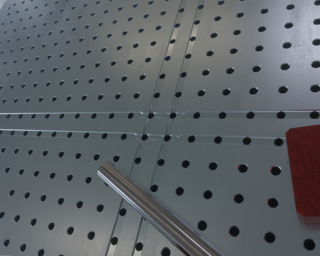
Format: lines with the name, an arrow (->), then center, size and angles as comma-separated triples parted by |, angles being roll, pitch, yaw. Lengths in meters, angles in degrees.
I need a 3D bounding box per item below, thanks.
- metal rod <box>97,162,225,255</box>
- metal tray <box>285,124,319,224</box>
metal rod -> 0.029, 0.117, 0.320 | 0.300, 0.025, 0.025 | 31, 79, 38
metal tray -> 0.190, 0.037, 0.282 | 0.130, 0.030, 0.090 | -9, 58, 23
